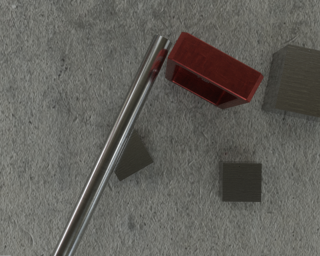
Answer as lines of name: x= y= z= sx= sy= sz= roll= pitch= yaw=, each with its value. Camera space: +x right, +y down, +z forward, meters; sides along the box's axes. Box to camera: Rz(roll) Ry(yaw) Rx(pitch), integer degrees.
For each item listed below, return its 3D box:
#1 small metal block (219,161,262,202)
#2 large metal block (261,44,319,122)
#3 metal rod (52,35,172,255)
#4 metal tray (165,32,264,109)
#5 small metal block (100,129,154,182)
small metal block: x=0.106 y=0.070 z=0.412 sx=0.050 sy=0.025 sz=0.050 roll=1 pitch=90 yaw=-1
large metal block: x=0.187 y=-0.055 z=0.400 sx=0.080 sy=0.050 sz=0.080 roll=12 pitch=90 yaw=-1
metal rod: x=-0.059 y=0.026 z=0.384 sx=0.025 sy=0.025 sz=0.299 roll=25 pitch=90 yaw=-1
metal tray: x=0.054 y=-0.059 z=0.358 sx=0.090 sy=0.130 sz=0.030 roll=29 pitch=90 yaw=-1
small metal block: x=-0.042 y=0.035 z=0.410 sx=0.050 sy=0.025 sz=0.050 roll=-30 pitch=90 yaw=0
